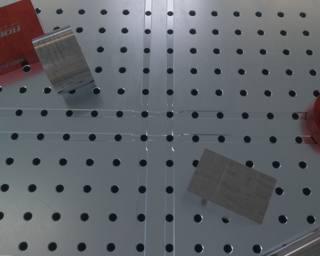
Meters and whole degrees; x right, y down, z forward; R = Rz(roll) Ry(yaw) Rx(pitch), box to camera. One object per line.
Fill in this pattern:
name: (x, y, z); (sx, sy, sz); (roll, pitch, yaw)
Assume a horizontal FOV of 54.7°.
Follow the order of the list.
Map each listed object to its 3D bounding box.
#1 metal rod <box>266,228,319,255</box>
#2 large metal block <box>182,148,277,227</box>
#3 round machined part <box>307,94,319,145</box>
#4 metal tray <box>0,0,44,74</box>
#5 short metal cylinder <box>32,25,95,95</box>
metal rod: (0.083, 0.177, 0.347); (0.302, 0.025, 0.025); (-23, 72, -8)
large metal block: (0.075, 0.072, 0.357); (0.080, 0.080, 0.050); (24, 72, 8)
round machined part: (0.252, -0.013, 0.409); (0.099, 0.042, 0.098); (0, 70, 0)
metal tray: (-0.236, -0.127, 0.454); (0.131, 0.030, 0.090); (-23, 72, -9)
short metal cylinder: (-0.128, -0.090, 0.414); (0.050, 0.080, 0.080); (-24, 72, -8)
